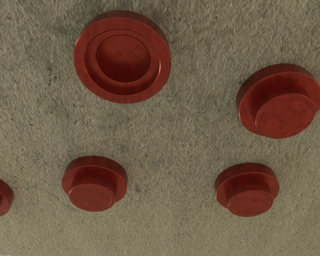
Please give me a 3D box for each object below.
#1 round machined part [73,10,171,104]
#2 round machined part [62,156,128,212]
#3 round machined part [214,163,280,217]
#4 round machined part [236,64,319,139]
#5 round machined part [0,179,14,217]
[{"bbox_3d":[-0.038,-0.077,0.330,0.099,0.042,0.097,0,130,0],"label":"round machined part"},{"bbox_3d":[-0.100,0.091,0.472,0.099,0.042,0.097,0,130,0],"label":"round machined part"},{"bbox_3d":[0.137,0.103,0.484,0.099,0.042,0.097,0,130,0],"label":"round machined part"},{"bbox_3d":[0.146,-0.025,0.376,0.099,0.042,0.097,0,130,0],"label":"round machined part"},{"bbox_3d":[-0.291,0.117,0.493,0.099,0.042,0.097,0,130,0],"label":"round machined part"}]
